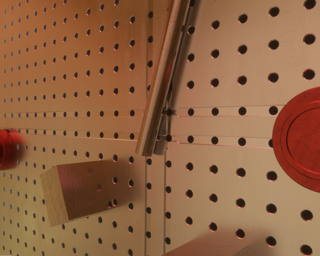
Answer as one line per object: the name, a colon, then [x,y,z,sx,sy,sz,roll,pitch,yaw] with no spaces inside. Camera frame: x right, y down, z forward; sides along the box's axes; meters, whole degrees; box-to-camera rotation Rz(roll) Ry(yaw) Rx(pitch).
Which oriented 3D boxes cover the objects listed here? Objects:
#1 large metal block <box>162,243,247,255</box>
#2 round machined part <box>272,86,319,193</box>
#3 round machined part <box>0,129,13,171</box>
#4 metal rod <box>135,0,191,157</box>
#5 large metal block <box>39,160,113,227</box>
large metal block: [0.043,0.165,0.338,0.080,0.081,0.050,-13,82,39]
round machined part: [0.148,0.010,0.276,0.098,0.042,0.097,0,90,40]
round machined part: [-0.382,0.051,0.714,0.098,0.042,0.097,0,90,40]
metal rod: [0.013,-0.107,0.398,0.025,0.025,0.298,23,104,38]
large metal block: [-0.129,0.099,0.480,0.050,0.081,0.080,-29,72,36]
